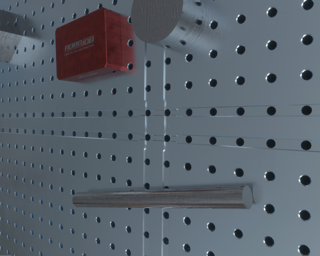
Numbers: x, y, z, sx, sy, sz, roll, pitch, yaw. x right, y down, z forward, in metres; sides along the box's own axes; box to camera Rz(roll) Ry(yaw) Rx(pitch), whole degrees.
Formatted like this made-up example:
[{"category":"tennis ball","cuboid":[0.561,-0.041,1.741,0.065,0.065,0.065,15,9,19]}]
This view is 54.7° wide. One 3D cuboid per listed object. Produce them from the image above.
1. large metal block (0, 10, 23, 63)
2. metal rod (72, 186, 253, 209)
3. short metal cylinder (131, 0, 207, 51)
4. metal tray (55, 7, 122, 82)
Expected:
[{"category":"large metal block","cuboid":[-0.354,-0.203,0.680,0.080,0.050,0.080,-47,63,29]},{"category":"metal rod","cuboid":[-0.021,0.097,0.424,0.300,0.025,0.025,-11,83,39]},{"category":"short metal cylinder","cuboid":[0.010,-0.140,0.383,0.080,0.050,0.079,0,90,39]},{"category":"metal tray","cuboid":[-0.119,-0.130,0.502,0.130,0.030,0.089,-4,87,39]}]
